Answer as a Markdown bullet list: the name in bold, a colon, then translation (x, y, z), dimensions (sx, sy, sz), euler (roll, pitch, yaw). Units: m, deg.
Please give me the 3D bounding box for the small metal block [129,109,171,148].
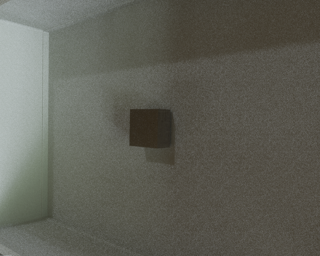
- **small metal block**: translation (-0.014, 0.000, 0.415), dimensions (0.050, 0.025, 0.050), euler (2, 92, 40)
